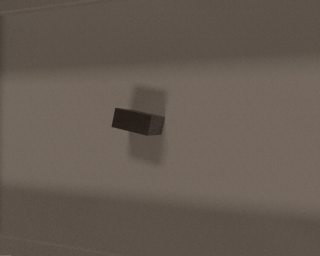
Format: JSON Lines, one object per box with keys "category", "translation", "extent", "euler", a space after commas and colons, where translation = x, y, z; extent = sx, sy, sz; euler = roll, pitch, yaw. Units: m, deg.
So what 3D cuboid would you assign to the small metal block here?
{"category": "small metal block", "translation": [-0.027, -0.008, 0.406], "extent": [0.050, 0.050, 0.025], "euler": [13, 95, 19]}
